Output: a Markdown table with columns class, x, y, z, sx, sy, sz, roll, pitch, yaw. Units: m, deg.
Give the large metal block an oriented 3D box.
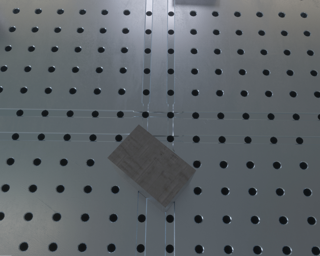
| class | x | y | z | sx | sy | sz | roll | pitch | yaw |
| --- | --- | --- | --- | --- | --- | --- | --- | --- | --- |
| large metal block | -0.009 | 0.051 | 0.364 | 0.080 | 0.080 | 0.050 | 38 | 75 | 13 |
